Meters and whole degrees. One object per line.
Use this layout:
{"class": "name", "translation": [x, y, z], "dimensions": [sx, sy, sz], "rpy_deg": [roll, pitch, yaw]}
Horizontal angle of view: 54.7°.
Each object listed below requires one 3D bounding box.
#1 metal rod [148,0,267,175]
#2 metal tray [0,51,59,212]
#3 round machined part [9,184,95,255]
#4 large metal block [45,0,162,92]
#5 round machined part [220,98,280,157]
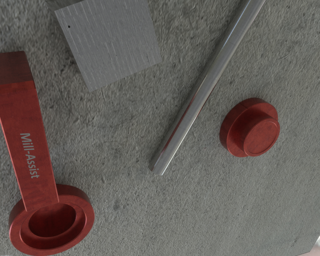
{"class": "metal rod", "translation": [0.065, -0.066, 0.403], "dimensions": [0.025, 0.025, 0.298], "rpy_deg": [18, 109, -36]}
{"class": "metal tray", "translation": [-0.128, 0.002, 0.296], "dimensions": [0.030, 0.090, 0.129], "rpy_deg": [-13, 124, -22]}
{"class": "round machined part", "translation": [-0.136, 0.110, 0.390], "dimensions": [0.099, 0.042, 0.097], "rpy_deg": [-14, 125, -21]}
{"class": "large metal block", "translation": [-0.053, -0.094, 0.305], "dimensions": [0.080, 0.050, 0.080], "rpy_deg": [-26, 128, -13]}
{"class": "round machined part", "translation": [0.146, 0.005, 0.481], "dimensions": [0.099, 0.042, 0.097], "rpy_deg": [-14, 125, -21]}
